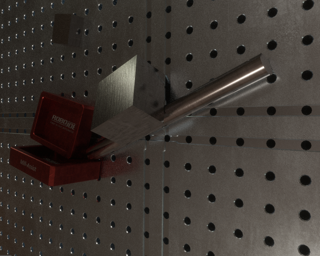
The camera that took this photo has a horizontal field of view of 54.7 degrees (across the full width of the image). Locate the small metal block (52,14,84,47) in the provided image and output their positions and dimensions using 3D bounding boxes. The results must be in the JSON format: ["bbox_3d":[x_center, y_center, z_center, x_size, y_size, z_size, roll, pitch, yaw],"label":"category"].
[{"bbox_3d":[-0.161,-0.170,0.539,0.050,0.025,0.050,17,101,38],"label":"small metal block"}]

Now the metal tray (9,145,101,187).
[{"bbox_3d":[-0.172,0.056,0.505,0.130,0.091,0.030,13,99,39],"label":"metal tray"}]

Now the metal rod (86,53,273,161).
[{"bbox_3d":[0.001,-0.012,0.406,0.299,0.025,0.025,-26,74,36],"label":"metal rod"}]

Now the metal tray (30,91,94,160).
[{"bbox_3d":[-0.169,-0.007,0.534,0.130,0.030,0.089,19,94,38],"label":"metal tray"}]

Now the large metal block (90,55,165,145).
[{"bbox_3d":[-0.041,-0.035,0.406,0.080,0.050,0.080,-27,48,36],"label":"large metal block"}]
